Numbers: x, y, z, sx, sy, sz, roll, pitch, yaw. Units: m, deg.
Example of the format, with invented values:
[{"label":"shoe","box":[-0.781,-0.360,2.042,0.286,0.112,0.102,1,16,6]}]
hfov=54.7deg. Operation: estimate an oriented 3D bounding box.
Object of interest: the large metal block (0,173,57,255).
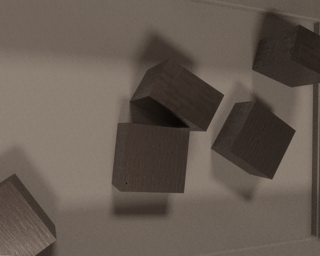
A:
[{"label":"large metal block","box":[-0.171,0.108,0.334,0.080,0.050,0.080,-35,102,-17]}]

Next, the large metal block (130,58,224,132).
[{"label":"large metal block","box":[0.018,-0.037,0.389,0.080,0.080,0.050,31,80,-18]}]

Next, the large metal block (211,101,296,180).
[{"label":"large metal block","box":[0.135,0.017,0.449,0.080,0.050,0.080,33,79,-17]}]

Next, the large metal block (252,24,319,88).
[{"label":"large metal block","box":[0.199,-0.101,0.457,0.081,0.080,0.050,18,84,-20]}]

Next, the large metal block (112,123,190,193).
[{"label":"large metal block","box":[-0.013,0.037,0.394,0.081,0.050,0.080,6,88,-20]}]
